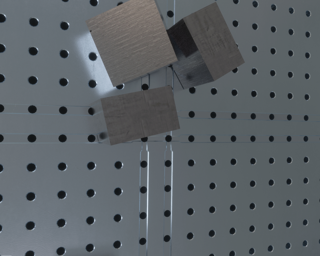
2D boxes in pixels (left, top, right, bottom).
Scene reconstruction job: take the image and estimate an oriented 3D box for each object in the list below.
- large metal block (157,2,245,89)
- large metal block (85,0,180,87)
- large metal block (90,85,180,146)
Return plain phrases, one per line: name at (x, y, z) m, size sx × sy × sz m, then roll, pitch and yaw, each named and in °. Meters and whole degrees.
large metal block at (0.050, -0.101, 0.401) m, size 0.050 × 0.080 × 0.080 m, roll -32°, pitch 101°, yaw -19°
large metal block at (-0.029, -0.103, 0.371) m, size 0.080 × 0.050 × 0.080 m, roll -21°, pitch 98°, yaw 10°
large metal block at (-0.033, -0.015, 0.371) m, size 0.081 × 0.080 × 0.050 m, roll -13°, pitch 95°, yaw -20°
